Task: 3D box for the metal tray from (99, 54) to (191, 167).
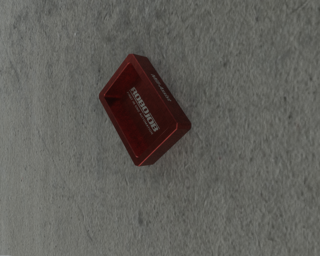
[{"bbox_3d":[-0.026,-0.025,0.423,0.090,0.030,0.130,-46,63,30],"label":"metal tray"}]
